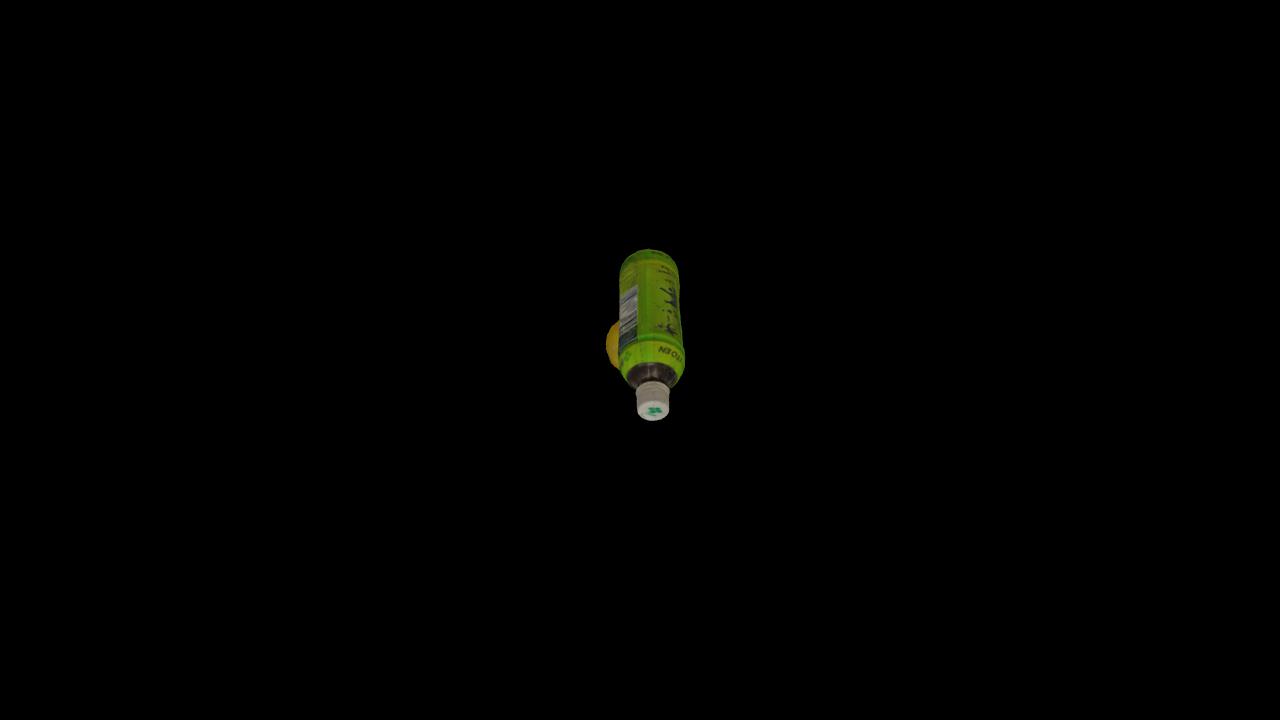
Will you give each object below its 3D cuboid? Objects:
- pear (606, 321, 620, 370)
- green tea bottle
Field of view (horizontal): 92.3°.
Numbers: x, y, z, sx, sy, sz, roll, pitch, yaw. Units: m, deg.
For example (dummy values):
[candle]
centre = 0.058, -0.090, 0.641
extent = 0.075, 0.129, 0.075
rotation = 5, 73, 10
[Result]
[pear]
centre = 0.005, -0.021, 0.689
extent = 0.080, 0.080, 0.111
rotation = 0, -6, -12
[green tea bottle]
centre = 0.011, -0.028, 0.646
extent = 0.073, 0.212, 0.073
rotation = 1, -43, 1
